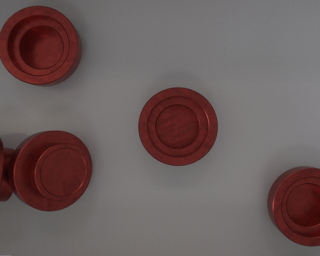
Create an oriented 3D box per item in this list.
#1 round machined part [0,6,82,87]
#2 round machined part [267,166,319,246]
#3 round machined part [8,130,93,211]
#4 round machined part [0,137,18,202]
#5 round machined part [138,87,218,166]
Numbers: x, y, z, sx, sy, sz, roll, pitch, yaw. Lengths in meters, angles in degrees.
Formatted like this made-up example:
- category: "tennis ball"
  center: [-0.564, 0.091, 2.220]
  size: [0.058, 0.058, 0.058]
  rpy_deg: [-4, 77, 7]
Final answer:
- category: "round machined part"
  center: [-0.150, -0.102, 0.402]
  size: [0.099, 0.042, 0.097]
  rpy_deg: [0, 90, 0]
- category: "round machined part"
  center: [0.189, 0.098, 0.404]
  size: [0.099, 0.042, 0.097]
  rpy_deg: [0, 90, 0]
- category: "round machined part"
  center: [-0.125, 0.052, 0.375]
  size: [0.099, 0.042, 0.097]
  rpy_deg: [1, 88, -42]
- category: "round machined part"
  center: [-0.210, 0.057, 0.383]
  size: [0.042, 0.098, 0.097]
  rpy_deg: [12, 90, -42]
- category: "round machined part"
  center: [0.023, -0.002, 0.403]
  size: [0.099, 0.042, 0.097]
  rpy_deg: [0, 90, 0]
